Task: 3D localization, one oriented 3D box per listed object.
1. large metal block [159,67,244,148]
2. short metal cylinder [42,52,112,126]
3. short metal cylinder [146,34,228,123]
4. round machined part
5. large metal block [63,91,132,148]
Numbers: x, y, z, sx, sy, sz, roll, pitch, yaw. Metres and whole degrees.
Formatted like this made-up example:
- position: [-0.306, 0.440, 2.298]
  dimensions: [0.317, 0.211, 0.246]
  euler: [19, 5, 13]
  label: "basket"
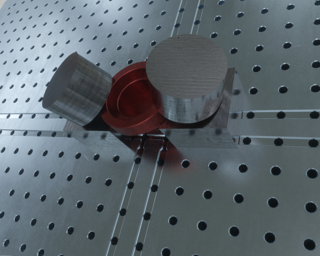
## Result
- position: [0.053, -0.023, 0.378]
  dimensions: [0.080, 0.050, 0.080]
  euler: [-1, 61, 28]
  label: "large metal block"
- position: [-0.106, -0.049, 0.397]
  dimensions: [0.080, 0.050, 0.080]
  euler: [-31, 43, 34]
  label: "short metal cylinder"
- position: [0.028, -0.052, 0.328]
  dimensions: [0.080, 0.050, 0.080]
  euler: [-2, 63, 4]
  label: "short metal cylinder"
- position: [-0.024, -0.033, 0.393]
  dimensions: [0.098, 0.042, 0.098]
  euler: [-13, 56, 21]
  label: "round machined part"
- position: [-0.079, -0.020, 0.446]
  dimensions: [0.080, 0.050, 0.080]
  euler: [1, 62, 28]
  label: "large metal block"
